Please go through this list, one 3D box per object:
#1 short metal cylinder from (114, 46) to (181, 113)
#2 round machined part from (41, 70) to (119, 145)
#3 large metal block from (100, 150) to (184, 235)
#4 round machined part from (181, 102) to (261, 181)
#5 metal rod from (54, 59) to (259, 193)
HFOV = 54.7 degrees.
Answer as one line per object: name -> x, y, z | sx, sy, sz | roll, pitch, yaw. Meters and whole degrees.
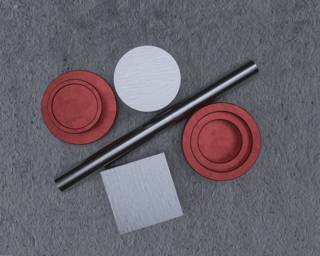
short metal cylinder -> -0.015, -0.060, 0.398 | 0.081, 0.050, 0.079 | 0, 90, 0
round machined part -> -0.105, -0.027, 0.401 | 0.099, 0.042, 0.097 | 0, 90, 0
large metal block -> -0.022, 0.079, 0.399 | 0.080, 0.050, 0.080 | -17, 90, 0
round machined part -> 0.076, 0.017, 0.403 | 0.099, 0.042, 0.097 | 0, 90, 0
metal rod -> -0.004, -0.003, 0.412 | 0.301, 0.025, 0.025 | -31, 90, 0
